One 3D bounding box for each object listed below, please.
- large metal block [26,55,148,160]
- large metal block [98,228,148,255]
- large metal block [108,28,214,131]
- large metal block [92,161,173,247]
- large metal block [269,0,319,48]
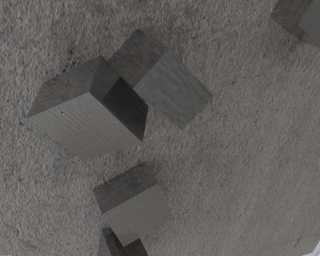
[{"bbox_3d":[-0.070,-0.016,0.318,0.080,0.050,0.080,-18,136,27],"label":"large metal block"},{"bbox_3d":[-0.057,0.206,0.468,0.050,0.080,0.079,-3,120,-27],"label":"large metal block"},{"bbox_3d":[0.000,-0.054,0.337,0.050,0.080,0.080,-47,129,5],"label":"large metal block"},{"bbox_3d":[-0.037,0.107,0.437,0.080,0.050,0.080,-28,128,-11],"label":"large metal block"},{"bbox_3d":[0.206,-0.159,0.404,0.081,0.050,0.080,18,109,-35],"label":"large metal block"}]
